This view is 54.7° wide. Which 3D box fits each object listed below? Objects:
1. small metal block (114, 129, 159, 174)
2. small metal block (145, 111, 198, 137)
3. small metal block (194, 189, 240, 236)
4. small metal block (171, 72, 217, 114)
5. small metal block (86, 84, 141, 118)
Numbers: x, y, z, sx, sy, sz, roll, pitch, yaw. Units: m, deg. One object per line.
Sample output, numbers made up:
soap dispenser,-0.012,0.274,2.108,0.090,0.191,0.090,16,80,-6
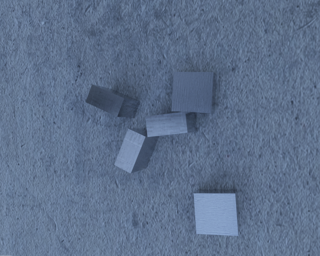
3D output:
small metal block,-0.029,0.028,0.406,0.025,0.050,0.050,25,98,18
small metal block,0.016,-0.004,0.390,0.050,0.050,0.025,-7,88,20
small metal block,0.071,0.104,0.384,0.050,0.025,0.050,-4,89,20
small metal block,0.044,-0.044,0.393,0.050,0.025,0.050,4,91,20
small metal block,-0.062,-0.035,0.418,0.050,0.050,0.025,24,98,18
